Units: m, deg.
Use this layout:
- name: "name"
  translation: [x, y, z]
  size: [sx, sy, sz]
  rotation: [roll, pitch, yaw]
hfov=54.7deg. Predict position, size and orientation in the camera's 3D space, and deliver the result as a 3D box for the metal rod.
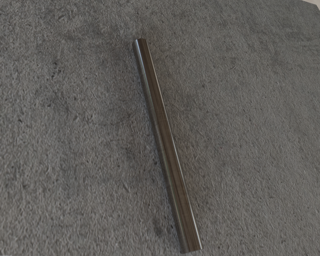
- name: "metal rod"
  translation: [0.003, 0.005, 0.405]
  size: [0.025, 0.025, 0.299]
  rotation: [0, 62, -29]
